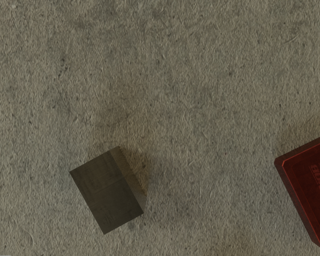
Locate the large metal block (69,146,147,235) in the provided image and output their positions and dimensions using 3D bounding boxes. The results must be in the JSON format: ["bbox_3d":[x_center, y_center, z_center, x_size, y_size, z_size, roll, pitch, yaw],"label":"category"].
[{"bbox_3d":[-0.059,0.071,0.382,0.050,0.080,0.080,-29,90,0],"label":"large metal block"}]

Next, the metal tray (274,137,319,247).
[{"bbox_3d":[0.223,0.082,0.410,0.090,0.030,0.129,-26,90,-1],"label":"metal tray"}]
